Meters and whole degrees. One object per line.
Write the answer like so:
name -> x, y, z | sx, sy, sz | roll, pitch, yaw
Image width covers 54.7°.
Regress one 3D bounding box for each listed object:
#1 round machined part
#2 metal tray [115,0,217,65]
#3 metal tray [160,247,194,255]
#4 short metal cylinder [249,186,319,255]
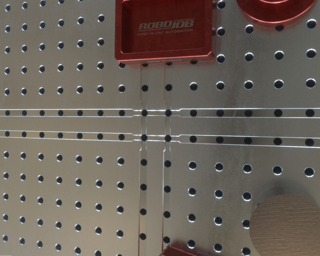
round machined part -> 0.135, -0.170, 0.356 | 0.098, 0.042, 0.097 | 0, 90, 19
metal tray -> 0.006, -0.133, 0.406 | 0.130, 0.030, 0.089 | 1, 90, 19
metal tray -> 0.053, 0.218, 0.390 | 0.130, 0.030, 0.089 | 14, 95, 19
short metal cylinder -> 0.144, 0.110, 0.349 | 0.080, 0.050, 0.079 | 0, 90, 19
